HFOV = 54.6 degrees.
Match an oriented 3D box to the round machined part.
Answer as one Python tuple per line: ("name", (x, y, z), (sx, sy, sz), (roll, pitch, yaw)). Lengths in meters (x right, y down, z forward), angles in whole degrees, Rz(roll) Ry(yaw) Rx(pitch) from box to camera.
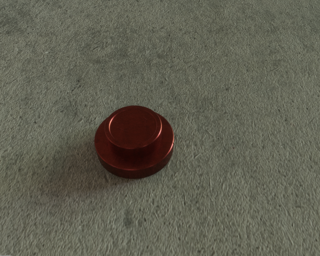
("round machined part", (-0.032, 0.010, 0.384), (0.099, 0.042, 0.098), (0, 50, 0))
